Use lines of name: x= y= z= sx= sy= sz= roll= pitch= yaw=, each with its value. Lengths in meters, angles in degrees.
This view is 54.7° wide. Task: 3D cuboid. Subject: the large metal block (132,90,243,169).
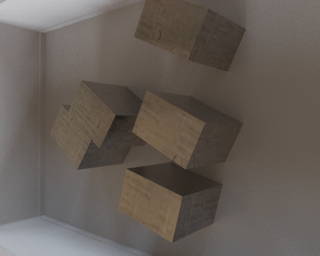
large metal block: x=0.031 y=0.000 z=0.344 sx=0.080 sy=0.081 sz=0.050 roll=33 pitch=110 yaw=35

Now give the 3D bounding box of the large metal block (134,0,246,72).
large metal block: x=0.033 y=-0.105 z=0.342 sx=0.080 sy=0.081 sz=0.050 roll=33 pitch=110 yaw=35

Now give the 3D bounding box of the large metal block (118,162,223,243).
large metal block: x=0.013 y=0.080 z=0.359 sx=0.080 sy=0.081 sz=0.050 roll=19 pitch=102 yaw=38

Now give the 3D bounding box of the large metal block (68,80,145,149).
large metal block: x=-0.062 y=-0.018 z=0.420 sx=0.080 sy=0.081 sz=0.050 roll=43 pitch=116 yaw=31

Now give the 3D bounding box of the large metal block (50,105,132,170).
large metal block: x=-0.096 y=0.011 z=0.448 sx=0.080 sy=0.081 sz=0.050 roll=43 pitch=116 yaw=31
